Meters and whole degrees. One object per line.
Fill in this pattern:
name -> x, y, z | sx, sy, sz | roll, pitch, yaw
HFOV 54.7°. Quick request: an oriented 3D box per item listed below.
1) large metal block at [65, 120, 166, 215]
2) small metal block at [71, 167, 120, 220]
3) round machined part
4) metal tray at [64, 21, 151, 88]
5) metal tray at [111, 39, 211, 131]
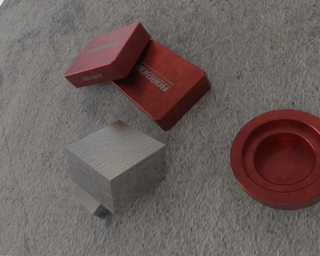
large metal block -> -0.050, 0.041, 0.364 | 0.080, 0.050, 0.081 | 27, 42, 35
small metal block -> -0.077, 0.079, 0.396 | 0.050, 0.025, 0.050 | 30, 78, 37
round machined part -> 0.124, 0.033, 0.308 | 0.098, 0.042, 0.098 | -13, 56, 21
metal tray -> -0.085, -0.112, 0.487 | 0.130, 0.030, 0.090 | -2, 51, 43
metal tray -> -0.003, -0.066, 0.443 | 0.090, 0.030, 0.130 | -45, 51, -3
